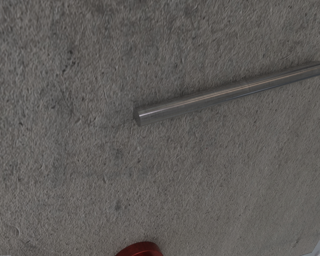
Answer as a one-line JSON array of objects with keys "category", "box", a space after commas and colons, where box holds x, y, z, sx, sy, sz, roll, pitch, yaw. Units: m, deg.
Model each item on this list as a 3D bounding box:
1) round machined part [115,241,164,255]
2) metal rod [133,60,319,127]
[{"category": "round machined part", "box": [-0.036, 0.245, 0.528, 0.099, 0.042, 0.097, -14, 124, -21]}, {"category": "metal rod", "box": [0.108, -0.053, 0.433, 0.302, 0.025, 0.025, -16, 125, -19]}]
